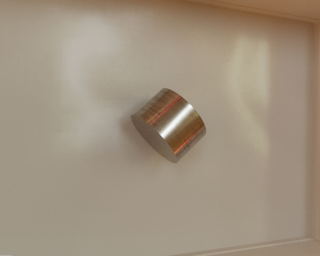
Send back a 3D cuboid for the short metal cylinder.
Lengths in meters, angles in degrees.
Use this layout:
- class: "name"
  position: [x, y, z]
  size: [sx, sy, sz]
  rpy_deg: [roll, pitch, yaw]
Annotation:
- class: "short metal cylinder"
  position: [0.010, -0.003, 0.383]
  size: [0.050, 0.080, 0.080]
  rpy_deg: [-43, 104, -15]
